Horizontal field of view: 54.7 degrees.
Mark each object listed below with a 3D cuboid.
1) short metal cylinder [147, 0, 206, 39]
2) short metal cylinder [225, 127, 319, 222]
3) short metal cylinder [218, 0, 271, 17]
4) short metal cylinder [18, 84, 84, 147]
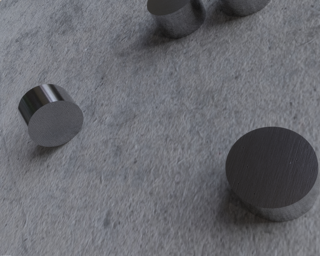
[{"bbox_3d":[0.027,-0.188,0.488,0.080,0.050,0.080,-13,56,20],"label":"short metal cylinder"},{"bbox_3d":[0.110,0.045,0.302,0.080,0.050,0.080,-13,56,20],"label":"short metal cylinder"},{"bbox_3d":[0.122,-0.211,0.453,0.080,0.050,0.080,-13,56,20],"label":"short metal cylinder"},{"bbox_3d":[-0.163,-0.019,0.463,0.080,0.080,0.050,-44,51,-2],"label":"short metal cylinder"}]
